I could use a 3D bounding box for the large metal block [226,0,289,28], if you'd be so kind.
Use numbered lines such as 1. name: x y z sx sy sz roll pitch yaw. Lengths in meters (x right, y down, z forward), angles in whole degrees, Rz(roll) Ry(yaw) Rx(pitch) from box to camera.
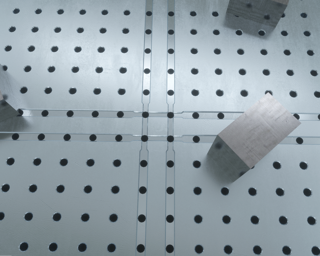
1. large metal block: 0.157 -0.213 0.477 0.080 0.050 0.080 20 71 7

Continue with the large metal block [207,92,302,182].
1. large metal block: 0.110 0.014 0.378 0.080 0.080 0.050 -38 75 -13

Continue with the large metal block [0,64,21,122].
1. large metal block: -0.247 -0.045 0.414 0.080 0.050 0.080 -24 72 -8
